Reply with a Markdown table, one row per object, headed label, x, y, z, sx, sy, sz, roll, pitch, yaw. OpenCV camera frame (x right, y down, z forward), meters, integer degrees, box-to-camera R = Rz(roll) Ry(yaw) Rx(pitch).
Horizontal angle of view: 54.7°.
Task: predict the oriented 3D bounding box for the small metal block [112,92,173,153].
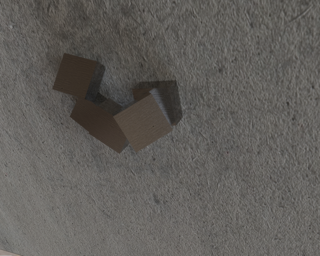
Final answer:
| label | x | y | z | sx | sy | sz | roll | pitch | yaw |
| --- | --- | --- | --- | --- | --- | --- | --- | --- | --- |
| small metal block | -0.021 | -0.007 | 0.365 | 0.050 | 0.025 | 0.050 | -31 | 105 | -3 |

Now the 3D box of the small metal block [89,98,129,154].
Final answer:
| label | x | y | z | sx | sy | sz | roll | pitch | yaw |
| --- | --- | --- | --- | --- | --- | --- | --- | --- | --- |
| small metal block | -0.059 | -0.003 | 0.403 | 0.050 | 0.025 | 0.050 | 33 | 129 | 6 |

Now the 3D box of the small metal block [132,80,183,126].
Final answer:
| label | x | y | z | sx | sy | sz | roll | pitch | yaw |
| --- | --- | --- | --- | --- | --- | --- | --- | --- | --- |
| small metal block | -0.002 | -0.031 | 0.389 | 0.050 | 0.025 | 0.050 | 2 | 120 | 27 |

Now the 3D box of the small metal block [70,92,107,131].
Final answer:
| label | x | y | z | sx | sy | sz | roll | pitch | yaw |
| --- | --- | --- | --- | --- | --- | --- | --- | --- | --- |
| small metal block | -0.094 | -0.022 | 0.442 | 0.050 | 0.025 | 0.050 | 39 | 129 | 1 |

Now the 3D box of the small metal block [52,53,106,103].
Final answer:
| label | x | y | z | sx | sy | sz | roll | pitch | yaw |
| --- | --- | --- | --- | --- | --- | --- | --- | --- | --- |
| small metal block | -0.106 | -0.066 | 0.406 | 0.050 | 0.025 | 0.050 | 17 | 89 | 17 |
